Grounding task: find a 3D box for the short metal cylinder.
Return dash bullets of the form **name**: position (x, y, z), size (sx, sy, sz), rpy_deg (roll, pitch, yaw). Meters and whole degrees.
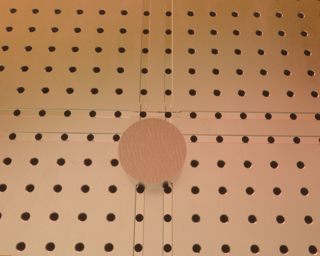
- **short metal cylinder**: position (-0.009, 0.034, 0.386), size (0.081, 0.050, 0.080), rpy_deg (0, 70, 0)
